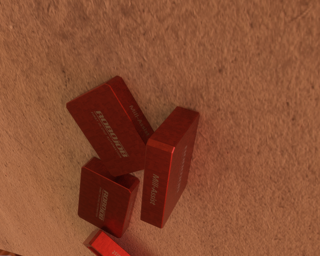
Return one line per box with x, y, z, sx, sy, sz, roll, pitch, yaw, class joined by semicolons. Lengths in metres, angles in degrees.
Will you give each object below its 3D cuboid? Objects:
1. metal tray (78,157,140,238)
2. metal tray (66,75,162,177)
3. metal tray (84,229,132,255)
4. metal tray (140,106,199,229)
-0.090;0.120;0.523;0.090;0.030;0.129;24;127;13;metal tray
-0.062;0.002;0.436;0.090;0.030;0.130;-19;109;35;metal tray
-0.079;0.243;0.571;0.130;0.030;0.090;42;152;-2;metal tray
0.012;0.049;0.387;0.030;0.090;0.129;18;126;17;metal tray
